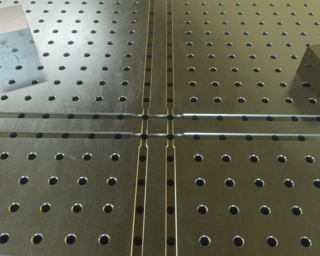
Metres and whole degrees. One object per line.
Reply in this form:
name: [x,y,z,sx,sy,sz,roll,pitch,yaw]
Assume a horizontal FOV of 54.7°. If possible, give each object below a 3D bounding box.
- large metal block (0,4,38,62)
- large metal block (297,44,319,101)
large metal block: [-0.262,-0.159,0.523,0.081,0.050,0.080,-19,53,-15]
large metal block: [0.270,-0.084,0.464,0.081,0.050,0.080,-9,51,-8]
